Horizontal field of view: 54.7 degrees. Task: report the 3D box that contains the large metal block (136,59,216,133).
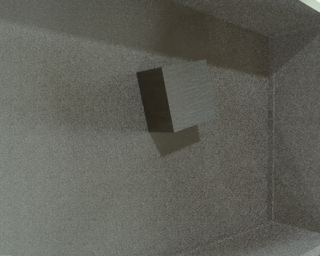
[{"bbox_3d":[0.023,-0.043,0.412,0.081,0.050,0.079,-19,102,-39],"label":"large metal block"}]
